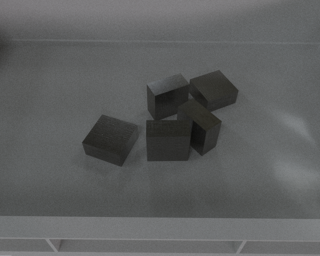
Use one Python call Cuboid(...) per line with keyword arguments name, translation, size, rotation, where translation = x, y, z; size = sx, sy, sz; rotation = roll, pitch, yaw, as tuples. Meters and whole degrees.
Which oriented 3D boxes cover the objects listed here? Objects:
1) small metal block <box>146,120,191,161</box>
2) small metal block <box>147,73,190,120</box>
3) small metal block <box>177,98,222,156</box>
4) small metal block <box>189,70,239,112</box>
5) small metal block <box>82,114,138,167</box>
Cuboid(name="small metal block", translation=(0.009, 0.016, 0.376), size=(0.050, 0.050, 0.025), rotation=(-1, 50, -1))
Cuboid(name="small metal block", translation=(0.011, -0.042, 0.424), size=(0.050, 0.050, 0.025), rotation=(-20, 53, -17))
Cuboid(name="small metal block", translation=(0.047, -0.001, 0.390), size=(0.025, 0.050, 0.050), rotation=(-32, 57, -24))
Cuboid(name="small metal block", translation=(0.077, -0.054, 0.451), size=(0.050, 0.025, 0.050), rotation=(-20, 53, -17))
Cuboid(name="small metal block", translation=(-0.061, 0.015, 0.392), size=(0.050, 0.025, 0.050), rotation=(17, 52, 13))
